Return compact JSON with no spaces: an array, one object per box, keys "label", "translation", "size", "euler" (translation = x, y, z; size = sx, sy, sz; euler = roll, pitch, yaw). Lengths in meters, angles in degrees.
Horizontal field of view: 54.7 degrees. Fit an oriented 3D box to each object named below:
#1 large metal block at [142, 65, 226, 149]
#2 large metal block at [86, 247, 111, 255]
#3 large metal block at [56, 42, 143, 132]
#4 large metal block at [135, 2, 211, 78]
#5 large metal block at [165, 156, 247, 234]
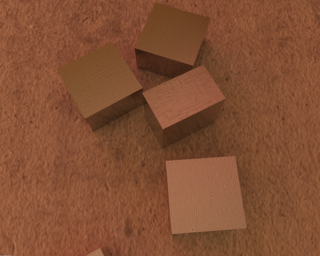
[{"label":"large metal block","translation":[0.027,-0.023,0.388],"size":[0.080,0.080,0.050],"euler":[-26,73,-9]},{"label":"large metal block","translation":[-0.078,0.184,0.327],"size":[0.080,0.050,0.080],"euler":[-27,73,-10]},{"label":"large metal block","translation":[-0.077,-0.054,0.414],"size":[0.080,0.050,0.080],"euler":[-30,73,-11]},{"label":"large metal block","translation":[0.018,-0.119,0.439],"size":[0.080,0.050,0.080],"euler":[18,71,6]},{"label":"large metal block","translation":[0.050,0.081,0.366],"size":[0.081,0.050,0.080],"euler":[-4,70,-2]}]
